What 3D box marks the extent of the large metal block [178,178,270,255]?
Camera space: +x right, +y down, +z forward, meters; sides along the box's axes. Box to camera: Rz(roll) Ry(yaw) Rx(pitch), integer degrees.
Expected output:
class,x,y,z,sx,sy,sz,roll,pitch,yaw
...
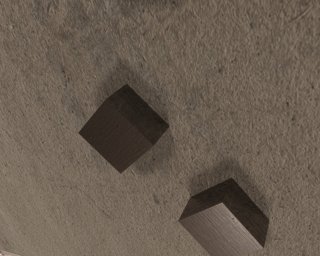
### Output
class,x,y,z,sx,sy,sz,roll,pitch,yaw
large metal block,0.087,0.126,0.422,0.080,0.050,0.080,48,128,-6

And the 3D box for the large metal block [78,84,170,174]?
class,x,y,z,sx,sy,sz,roll,pitch,yaw
large metal block,-0.049,0.002,0.416,0.080,0.050,0.080,45,129,-4
